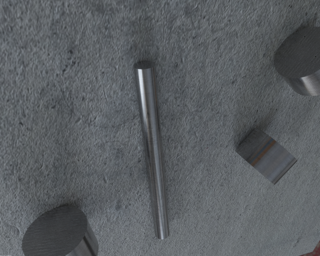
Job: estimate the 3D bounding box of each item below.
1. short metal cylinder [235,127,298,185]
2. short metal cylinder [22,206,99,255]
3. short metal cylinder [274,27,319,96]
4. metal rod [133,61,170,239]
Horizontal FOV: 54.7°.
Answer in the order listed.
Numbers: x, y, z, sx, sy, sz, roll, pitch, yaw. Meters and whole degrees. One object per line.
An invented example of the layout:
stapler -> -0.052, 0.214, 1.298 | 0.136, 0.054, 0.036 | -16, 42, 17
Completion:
short metal cylinder -> 0.166, 0.044, 0.489 | 0.050, 0.080, 0.080 | -49, 129, 6
short metal cylinder -> -0.125, 0.148, 0.395 | 0.081, 0.080, 0.050 | -22, 127, -15
short metal cylinder -> 0.208, -0.091, 0.428 | 0.050, 0.080, 0.080 | 31, 101, -38
metal rod -> -0.007, 0.052, 0.434 | 0.025, 0.025, 0.298 | -18, 126, -18
